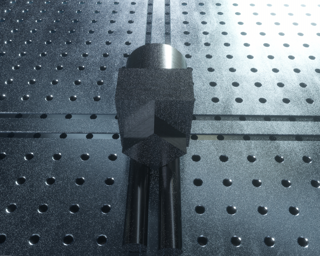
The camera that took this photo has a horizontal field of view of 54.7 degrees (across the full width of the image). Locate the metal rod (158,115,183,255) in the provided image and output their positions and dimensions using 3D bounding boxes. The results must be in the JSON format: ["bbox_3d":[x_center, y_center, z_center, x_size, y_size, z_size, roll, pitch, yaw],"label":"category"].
[{"bbox_3d":[0.012,0.008,0.403,0.025,0.025,0.300,1,50,0],"label":"metal rod"}]

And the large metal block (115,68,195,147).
[{"bbox_3d":[-0.005,-0.022,0.358,0.081,0.080,0.050,0,50,0],"label":"large metal block"}]

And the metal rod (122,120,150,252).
[{"bbox_3d":[-0.023,0.005,0.405,0.025,0.025,0.300,1,50,0],"label":"metal rod"}]

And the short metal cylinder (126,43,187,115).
[{"bbox_3d":[-0.005,-0.060,0.394,0.081,0.080,0.050,1,50,0],"label":"short metal cylinder"}]

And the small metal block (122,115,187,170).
[{"bbox_3d":[-0.006,0.018,0.346,0.050,0.050,0.025,33,41,-33],"label":"small metal block"}]
